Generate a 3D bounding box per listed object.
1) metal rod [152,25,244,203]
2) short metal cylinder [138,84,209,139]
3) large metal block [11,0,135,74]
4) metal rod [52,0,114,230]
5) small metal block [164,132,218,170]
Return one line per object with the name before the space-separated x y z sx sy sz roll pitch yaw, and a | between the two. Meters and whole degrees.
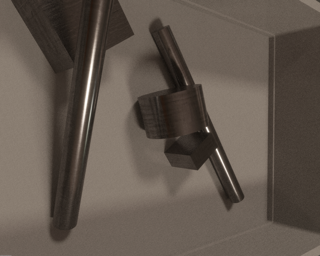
metal rod | 0.065 -0.007 0.463 0.025 0.025 0.299 -42 116 -32
short metal cylinder | 0.017 -0.022 0.387 0.081 0.080 0.050 -21 104 -38
large metal block | -0.086 -0.113 0.319 0.080 0.050 0.080 -41 115 -33
metal rod | -0.067 -0.038 0.280 0.025 0.025 0.298 -3 114 -40
small metal block | 0.043 0.030 0.429 0.050 0.050 0.025 -43 117 -32
